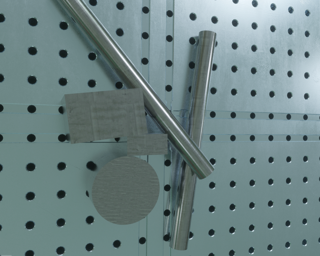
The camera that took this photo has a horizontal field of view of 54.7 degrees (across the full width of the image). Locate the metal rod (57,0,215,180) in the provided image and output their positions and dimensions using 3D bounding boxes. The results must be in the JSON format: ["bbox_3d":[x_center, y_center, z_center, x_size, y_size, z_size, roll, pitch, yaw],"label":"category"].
[{"bbox_3d":[-0.031,-0.057,0.386,0.025,0.025,0.300,-41,98,-15],"label":"metal rod"}]

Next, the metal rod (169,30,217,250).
[{"bbox_3d":[0.046,0.015,0.429,0.025,0.025,0.298,9,87,-20],"label":"metal rod"}]

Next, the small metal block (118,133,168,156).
[{"bbox_3d":[-0.023,0.020,0.391,0.050,0.050,0.025,-1,91,-20],"label":"small metal block"}]

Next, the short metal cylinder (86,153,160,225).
[{"bbox_3d":[-0.047,0.072,0.382,0.081,0.050,0.079,0,91,-20],"label":"short metal cylinder"}]

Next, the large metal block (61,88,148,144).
[{"bbox_3d":[-0.068,-0.014,0.358,0.081,0.080,0.050,-8,93,-20],"label":"large metal block"}]
